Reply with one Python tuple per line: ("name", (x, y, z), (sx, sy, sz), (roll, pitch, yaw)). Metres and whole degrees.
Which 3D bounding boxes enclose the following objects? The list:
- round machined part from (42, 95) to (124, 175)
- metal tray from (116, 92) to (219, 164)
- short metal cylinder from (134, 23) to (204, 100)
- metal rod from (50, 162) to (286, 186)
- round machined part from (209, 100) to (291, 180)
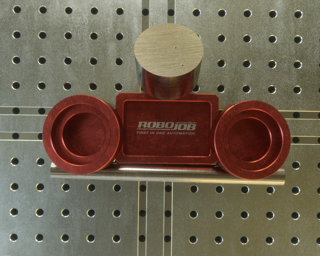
("round machined part", (-0.094, 0.009, 0.395), (0.099, 0.042, 0.097), (0, 87, 8))
("metal tray", (0.009, 0.000, 0.406), (0.131, 0.030, 0.089), (1, 91, -1))
("short metal cylinder", (0.010, -0.081, 0.382), (0.081, 0.050, 0.080), (0, 64, 0))
("metal rod", (0.011, 0.059, 0.409), (0.302, 0.025, 0.025), (2, 90, 0))
("round machined part", (0.111, 0.015, 0.397), (0.099, 0.042, 0.097), (0, 88, -8))
